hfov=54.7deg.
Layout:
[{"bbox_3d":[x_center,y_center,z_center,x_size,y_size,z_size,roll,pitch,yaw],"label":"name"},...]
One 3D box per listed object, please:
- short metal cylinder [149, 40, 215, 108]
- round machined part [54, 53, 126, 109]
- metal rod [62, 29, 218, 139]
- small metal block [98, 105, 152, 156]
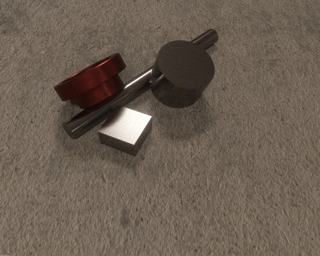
[{"bbox_3d":[0.030,-0.075,0.435,0.081,0.050,0.080,7,63,-13],"label":"short metal cylinder"},{"bbox_3d":[-0.089,-0.061,0.421,0.098,0.042,0.098,-25,19,9],"label":"round machined part"},{"bbox_3d":[-0.013,-0.078,0.468,0.025,0.025,0.302,37,59,26],"label":"metal rod"},{"bbox_3d":[-0.044,0.003,0.401,0.050,0.025,0.050,19,52,15],"label":"small metal block"}]
